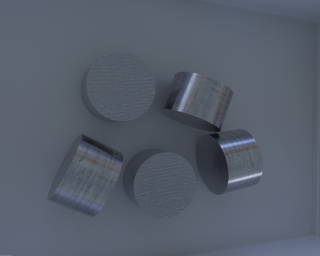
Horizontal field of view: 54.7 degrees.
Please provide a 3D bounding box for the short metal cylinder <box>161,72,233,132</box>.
[{"bbox_3d":[0.048,-0.032,0.400,0.080,0.080,0.050,23,83,-19],"label":"short metal cylinder"}]

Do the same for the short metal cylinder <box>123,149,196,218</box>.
[{"bbox_3d":[-0.002,0.069,0.396,0.081,0.050,0.079,0,90,-21],"label":"short metal cylinder"}]

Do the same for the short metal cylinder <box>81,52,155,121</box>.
[{"bbox_3d":[-0.052,-0.048,0.377,0.081,0.050,0.079,0,90,-21],"label":"short metal cylinder"}]

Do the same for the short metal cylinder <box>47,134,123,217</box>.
[{"bbox_3d":[-0.084,0.053,0.349,0.050,0.080,0.080,29,81,-18],"label":"short metal cylinder"}]

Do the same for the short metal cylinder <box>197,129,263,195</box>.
[{"bbox_3d":[0.090,0.044,0.414,0.050,0.080,0.079,-10,94,-20],"label":"short metal cylinder"}]
